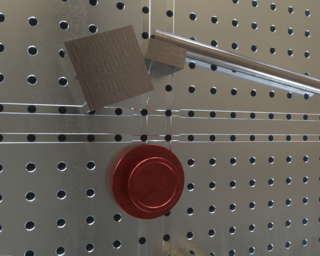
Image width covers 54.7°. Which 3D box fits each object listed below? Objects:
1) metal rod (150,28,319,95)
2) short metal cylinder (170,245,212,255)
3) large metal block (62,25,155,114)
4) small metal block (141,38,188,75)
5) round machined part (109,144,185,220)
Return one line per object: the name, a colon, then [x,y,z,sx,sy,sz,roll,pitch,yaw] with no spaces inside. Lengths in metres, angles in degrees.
metal rod: [0.129,-0.092,0.460,0.302,0.025,0.025,11,87,-20]
short metal cylinder: [0.049,0.207,0.418,0.081,0.050,0.079,0,90,-20]
large metal block: [-0.064,-0.069,0.376,0.081,0.050,0.080,-22,97,-19]
small metal block: [0.000,-0.091,0.399,0.050,0.050,0.025,12,86,-20]
round machined part: [-0.013,0.070,0.399,0.099,0.042,0.097,0,90,-20]
